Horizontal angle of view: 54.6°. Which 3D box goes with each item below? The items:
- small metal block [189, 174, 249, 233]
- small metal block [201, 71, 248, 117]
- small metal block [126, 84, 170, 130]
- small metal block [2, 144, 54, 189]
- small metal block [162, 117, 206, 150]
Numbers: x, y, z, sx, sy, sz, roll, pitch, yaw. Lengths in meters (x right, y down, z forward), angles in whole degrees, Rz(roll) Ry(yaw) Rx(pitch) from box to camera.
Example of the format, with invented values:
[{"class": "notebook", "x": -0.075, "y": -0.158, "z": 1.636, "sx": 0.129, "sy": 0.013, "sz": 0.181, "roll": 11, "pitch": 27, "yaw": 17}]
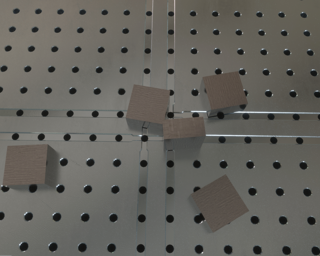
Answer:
[{"class": "small metal block", "x": 0.071, "y": 0.092, "z": 0.378, "sx": 0.050, "sy": 0.025, "sz": 0.050, "roll": -28, "pitch": 72, "yaw": -10}, {"class": "small metal block", "x": 0.088, "y": -0.047, "z": 0.429, "sx": 0.050, "sy": 0.025, "sz": 0.050, "roll": -10, "pitch": 70, "yaw": -4}, {"class": "small metal block", "x": -0.015, "y": -0.028, "z": 0.422, "sx": 0.050, "sy": 0.025, "sz": 0.050, "roll": 10, "pitch": 70, "yaw": 3}, {"class": "small metal block", "x": -0.165, "y": 0.049, "z": 0.393, "sx": 0.050, "sy": 0.025, "sz": 0.050, "roll": -3, "pitch": 70, "yaw": -1}, {"class": "small metal block", "x": 0.029, "y": 0.008, "z": 0.396, "sx": 0.050, "sy": 0.050, "sz": 0.025, "roll": -5, "pitch": 70, "yaw": -2}]
